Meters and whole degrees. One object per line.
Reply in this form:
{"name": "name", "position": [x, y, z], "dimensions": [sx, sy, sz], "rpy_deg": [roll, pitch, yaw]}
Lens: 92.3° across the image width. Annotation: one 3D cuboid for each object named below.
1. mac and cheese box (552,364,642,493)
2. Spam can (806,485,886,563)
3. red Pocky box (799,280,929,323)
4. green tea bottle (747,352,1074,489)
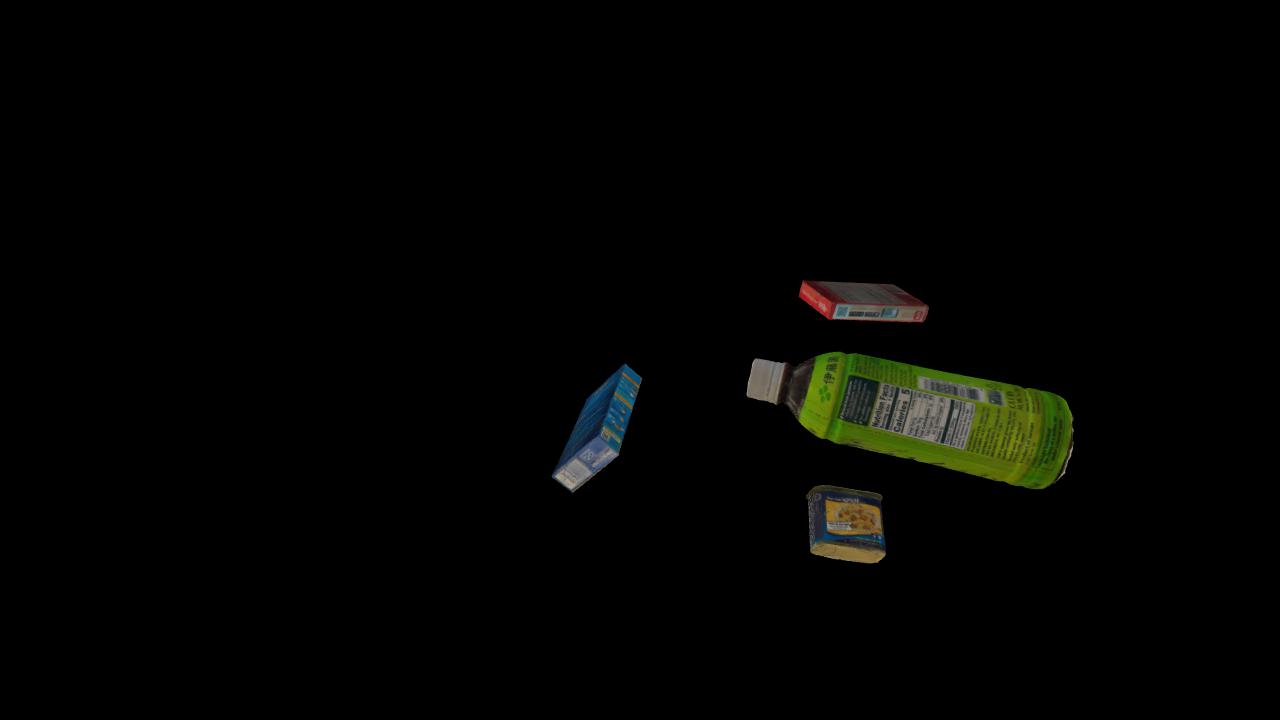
{"name": "mac and cheese box", "position": [-0.052, 0.084, 0.809], "dimensions": [0.093, 0.041, 0.184], "rpy_deg": [-44, 12, 26]}
{"name": "Spam can", "position": [0.288, 0.230, 0.859], "dimensions": [0.101, 0.085, 0.058], "rpy_deg": [8, -36, 0]}
{"name": "red Pocky box", "position": [0.305, -0.081, 0.843], "dimensions": [0.155, 0.028, 0.083], "rpy_deg": [0, 29, -17]}
{"name": "green tea bottle", "position": [0.185, 0.034, 0.446], "dimensions": [0.212, 0.073, 0.073], "rpy_deg": [14, 3, 12]}
